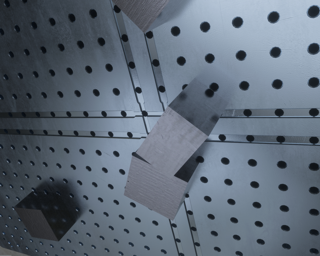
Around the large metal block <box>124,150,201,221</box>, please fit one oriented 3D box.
[{"bbox_3d":[0.002,0.071,0.439,0.080,0.050,0.079,25,127,13],"label":"large metal block"}]

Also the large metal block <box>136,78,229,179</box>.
[{"bbox_3d":[0.027,-0.001,0.362,0.050,0.080,0.080,38,129,3],"label":"large metal block"}]

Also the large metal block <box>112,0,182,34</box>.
[{"bbox_3d":[-0.011,-0.156,0.305,0.080,0.050,0.080,45,129,-3],"label":"large metal block"}]

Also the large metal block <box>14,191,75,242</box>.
[{"bbox_3d":[-0.234,0.178,0.630,0.080,0.050,0.080,-4,116,30],"label":"large metal block"}]
